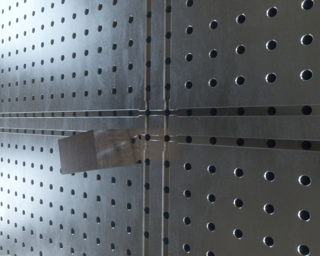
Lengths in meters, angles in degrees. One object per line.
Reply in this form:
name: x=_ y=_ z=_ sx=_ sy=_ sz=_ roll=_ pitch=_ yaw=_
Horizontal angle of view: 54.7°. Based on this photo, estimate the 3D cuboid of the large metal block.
large metal block: x=-0.085 y=0.033 z=0.441 sx=0.080 sy=0.081 sz=0.050 roll=-14 pitch=81 yaw=39
